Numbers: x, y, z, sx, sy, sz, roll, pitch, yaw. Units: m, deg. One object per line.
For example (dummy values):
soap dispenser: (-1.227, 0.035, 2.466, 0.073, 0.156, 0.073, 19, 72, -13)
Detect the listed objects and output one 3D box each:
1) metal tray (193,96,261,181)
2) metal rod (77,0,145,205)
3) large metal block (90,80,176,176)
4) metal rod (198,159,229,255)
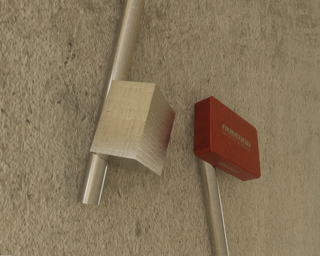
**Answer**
metal tray: (0.105, 0.019, 0.474, 0.131, 0.030, 0.090, 29, 53, -37)
metal rod: (-0.050, -0.063, 0.364, 0.025, 0.025, 0.299, 18, 78, -39)
large metal block: (-0.025, 0.003, 0.344, 0.080, 0.050, 0.080, 50, 51, -63)
metal rod: (0.087, 0.148, 0.480, 0.025, 0.025, 0.298, -17, 101, -39)
